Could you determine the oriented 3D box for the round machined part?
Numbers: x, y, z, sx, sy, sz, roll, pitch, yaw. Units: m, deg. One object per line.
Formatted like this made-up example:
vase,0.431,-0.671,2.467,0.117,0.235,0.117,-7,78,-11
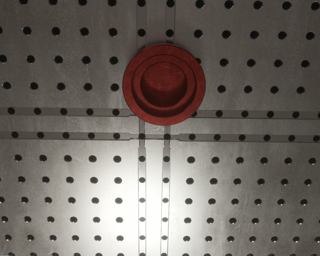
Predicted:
round machined part,0.005,-0.055,0.384,0.099,0.042,0.097,0,110,-1
